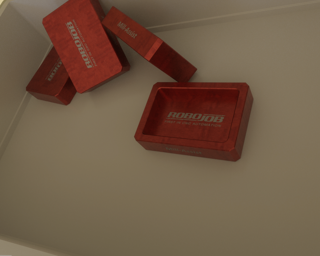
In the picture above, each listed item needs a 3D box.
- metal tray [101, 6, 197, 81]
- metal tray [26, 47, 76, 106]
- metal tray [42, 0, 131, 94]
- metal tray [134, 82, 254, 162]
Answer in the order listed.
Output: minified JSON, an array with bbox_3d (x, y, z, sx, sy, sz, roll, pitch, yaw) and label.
[{"bbox_3d":[-0.016,-0.117,0.439,0.030,0.090,0.130,-53,51,11],"label":"metal tray"},{"bbox_3d":[-0.171,-0.108,0.556,0.090,0.030,0.130,13,68,33],"label":"metal tray"},{"bbox_3d":[-0.115,-0.130,0.484,0.090,0.030,0.129,-24,95,21],"label":"metal tray"},{"bbox_3d":[0.041,-0.012,0.387,0.130,0.030,0.090,5,64,30],"label":"metal tray"}]
